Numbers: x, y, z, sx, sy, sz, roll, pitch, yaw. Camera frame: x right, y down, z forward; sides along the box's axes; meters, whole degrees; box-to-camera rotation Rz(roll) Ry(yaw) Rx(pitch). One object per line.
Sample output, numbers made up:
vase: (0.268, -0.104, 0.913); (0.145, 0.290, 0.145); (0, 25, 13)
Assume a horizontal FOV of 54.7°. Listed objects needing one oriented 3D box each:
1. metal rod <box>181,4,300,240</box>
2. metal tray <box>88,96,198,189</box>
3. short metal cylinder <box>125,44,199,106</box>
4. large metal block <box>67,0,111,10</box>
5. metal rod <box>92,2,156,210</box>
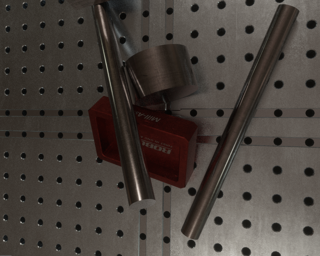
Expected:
metal rod: (0.094, -0.001, 0.379); (0.025, 0.025, 0.298); (24, 98, 18)
metal tray: (-0.022, 0.018, 0.390); (0.130, 0.030, 0.089); (17, 135, 18)
short metal cylinder: (0.002, -0.063, 0.381); (0.080, 0.080, 0.050); (-17, 83, 19)
large metal block: (-0.090, -0.217, 0.417); (0.080, 0.050, 0.080); (-7, 68, 19)
metal rod: (-0.051, -0.052, 0.365); (0.025, 0.025, 0.299); (-27, 57, 17)
